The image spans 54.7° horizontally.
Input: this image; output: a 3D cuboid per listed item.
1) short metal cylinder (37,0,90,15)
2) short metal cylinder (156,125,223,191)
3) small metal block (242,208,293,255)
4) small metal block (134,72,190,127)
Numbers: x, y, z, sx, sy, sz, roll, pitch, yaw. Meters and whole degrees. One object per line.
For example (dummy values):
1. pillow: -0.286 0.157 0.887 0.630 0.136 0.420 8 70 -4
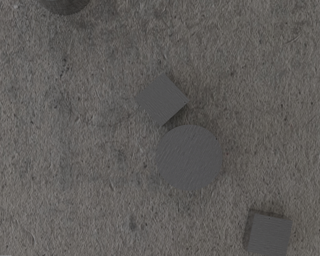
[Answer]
1. short metal cylinder: -0.131 -0.193 0.396 0.081 0.050 0.080 0 90 0
2. short metal cylinder: 0.035 0.035 0.398 0.081 0.050 0.080 0 90 0
3. small metal block: 0.142 0.139 0.411 0.050 0.025 0.050 11 90 0
4. small metal block: 0.003 -0.037 0.410 0.050 0.025 0.050 -43 90 0
